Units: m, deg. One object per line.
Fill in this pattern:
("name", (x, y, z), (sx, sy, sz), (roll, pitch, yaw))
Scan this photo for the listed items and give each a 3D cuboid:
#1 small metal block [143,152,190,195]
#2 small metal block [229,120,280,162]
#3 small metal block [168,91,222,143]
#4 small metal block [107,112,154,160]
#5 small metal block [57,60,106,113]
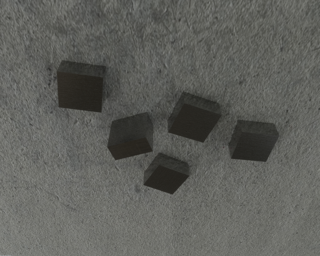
("small metal block", (0.009, 0.069, 0.466), (0.050, 0.025, 0.050), (22, 127, -18))
("small metal block", (0.127, 0.018, 0.424), (0.050, 0.025, 0.050), (6, 130, -5))
("small metal block", (0.043, -0.013, 0.396), (0.050, 0.025, 0.050), (17, 128, -14))
("small metal block", (-0.037, 0.010, 0.399), (0.050, 0.050, 0.025), (-14, 129, 12))
("small metal block", (-0.092, -0.048, 0.365), (0.050, 0.025, 0.050), (7, 130, -6))
